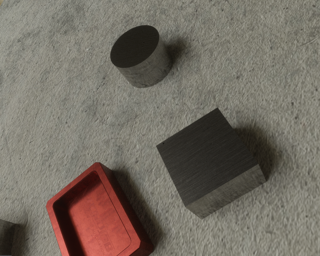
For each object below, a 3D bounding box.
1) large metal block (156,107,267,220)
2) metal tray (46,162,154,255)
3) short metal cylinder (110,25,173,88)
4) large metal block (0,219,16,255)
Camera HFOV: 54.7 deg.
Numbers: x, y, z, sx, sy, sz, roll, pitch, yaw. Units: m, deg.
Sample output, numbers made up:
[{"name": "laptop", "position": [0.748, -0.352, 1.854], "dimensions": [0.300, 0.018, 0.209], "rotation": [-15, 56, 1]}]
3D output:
[{"name": "large metal block", "position": [0.054, 0.038, 0.336], "dimensions": [0.080, 0.050, 0.080], "rotation": [-32, 52, 7]}, {"name": "metal tray", "position": [-0.077, 0.115, 0.369], "dimensions": [0.090, 0.030, 0.130], "rotation": [-39, 51, 1]}, {"name": "short metal cylinder", "position": [-0.027, -0.107, 0.468], "dimensions": [0.080, 0.050, 0.080], "rotation": [-13, 56, 21]}, {"name": "large metal block", "position": [-0.250, 0.171, 0.414], "dimensions": [0.080, 0.050, 0.080], "rotation": [-19, 54, 17]}]
